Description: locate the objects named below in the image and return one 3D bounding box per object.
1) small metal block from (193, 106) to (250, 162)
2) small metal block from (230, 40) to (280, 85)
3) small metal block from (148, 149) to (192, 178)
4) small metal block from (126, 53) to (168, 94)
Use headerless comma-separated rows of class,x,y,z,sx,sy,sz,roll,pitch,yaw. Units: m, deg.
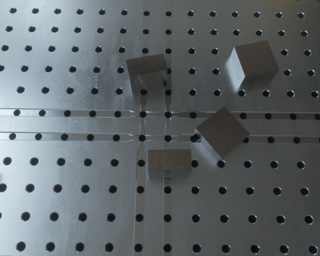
small metal block,0.081,0.008,0.410,0.050,0.025,0.050,-36,74,-13
small metal block,0.136,-0.095,0.448,0.050,0.025,0.050,-12,71,-5
small metal block,0.011,0.045,0.382,0.050,0.050,0.025,-1,70,-1
small metal block,-0.017,-0.074,0.425,0.050,0.050,0.025,-11,71,-4
